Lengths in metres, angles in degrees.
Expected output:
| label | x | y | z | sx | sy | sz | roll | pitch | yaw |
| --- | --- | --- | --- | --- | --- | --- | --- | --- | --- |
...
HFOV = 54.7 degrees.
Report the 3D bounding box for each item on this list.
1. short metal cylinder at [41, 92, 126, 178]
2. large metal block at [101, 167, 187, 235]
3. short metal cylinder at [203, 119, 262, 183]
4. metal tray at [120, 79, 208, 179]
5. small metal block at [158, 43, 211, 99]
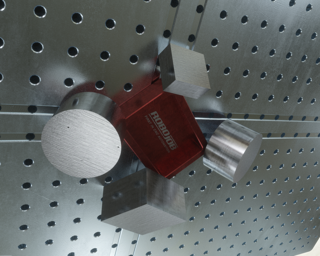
| label | x | y | z | sx | sy | sz | roll | pitch | yaw |
| --- | --- | --- | --- | --- | --- | --- | --- | --- | --- |
| short metal cylinder | -0.080 | 0.007 | 0.336 | 0.081 | 0.050 | 0.079 | 0 | 116 | 0 |
| large metal block | -0.022 | 0.104 | 0.425 | 0.080 | 0.050 | 0.080 | -28 | 136 | 29 |
| short metal cylinder | 0.107 | 0.033 | 0.454 | 0.080 | 0.050 | 0.079 | -39 | 145 | -34 |
| metal tray | 0.004 | 0.008 | 0.414 | 0.090 | 0.030 | 0.130 | -36 | 129 | -5 |
| small metal block | 0.029 | -0.066 | 0.366 | 0.050 | 0.050 | 0.025 | 9 | 151 | -32 |
